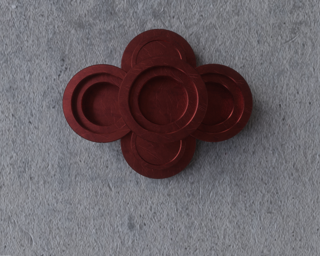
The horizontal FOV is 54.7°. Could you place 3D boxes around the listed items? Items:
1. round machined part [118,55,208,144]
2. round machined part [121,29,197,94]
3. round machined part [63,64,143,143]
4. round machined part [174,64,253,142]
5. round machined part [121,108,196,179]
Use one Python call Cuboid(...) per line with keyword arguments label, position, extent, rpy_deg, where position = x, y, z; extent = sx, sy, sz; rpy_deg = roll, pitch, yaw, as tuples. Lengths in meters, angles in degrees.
Cuboid(label="round machined part", position=(0.003, -0.031, 0.360), extent=(0.099, 0.042, 0.097), rpy_deg=(0, 90, -1))
Cuboid(label="round machined part", position=(-0.001, -0.081, 0.402), extent=(0.099, 0.042, 0.097), rpy_deg=(0, 90, -1))
Cuboid(label="round machined part", position=(-0.071, -0.030, 0.402), extent=(0.099, 0.042, 0.097), rpy_deg=(0, 90, -1))
Cuboid(label="round machined part", position=(0.066, -0.031, 0.403), extent=(0.099, 0.042, 0.097), rpy_deg=(0, 90, -1))
Cuboid(label="round machined part", position=(-0.002, 0.018, 0.402), extent=(0.099, 0.042, 0.097), rpy_deg=(0, 90, -1))
